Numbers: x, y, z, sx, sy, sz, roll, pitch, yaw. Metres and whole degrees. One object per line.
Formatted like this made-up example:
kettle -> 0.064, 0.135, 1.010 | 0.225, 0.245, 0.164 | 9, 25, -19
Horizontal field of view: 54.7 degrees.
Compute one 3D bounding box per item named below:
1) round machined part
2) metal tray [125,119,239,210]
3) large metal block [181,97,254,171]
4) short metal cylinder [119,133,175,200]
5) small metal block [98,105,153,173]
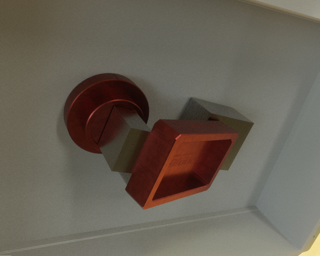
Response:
round machined part -> -0.057, -0.010, 0.359 | 0.099, 0.042, 0.097 | -14, 125, -21
metal tray -> 0.030, 0.037, 0.353 | 0.131, 0.030, 0.089 | 0, 121, -51
large metal block -> 0.071, 0.010, 0.436 | 0.081, 0.050, 0.079 | 10, 113, -33
short metal cylinder -> -0.011, 0.049, 0.401 | 0.081, 0.050, 0.080 | -26, 145, -20
small metal block -> -0.038, 0.012, 0.323 | 0.025, 0.050, 0.050 | 13, 112, -34
